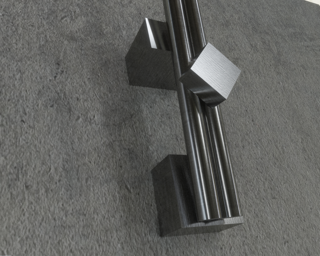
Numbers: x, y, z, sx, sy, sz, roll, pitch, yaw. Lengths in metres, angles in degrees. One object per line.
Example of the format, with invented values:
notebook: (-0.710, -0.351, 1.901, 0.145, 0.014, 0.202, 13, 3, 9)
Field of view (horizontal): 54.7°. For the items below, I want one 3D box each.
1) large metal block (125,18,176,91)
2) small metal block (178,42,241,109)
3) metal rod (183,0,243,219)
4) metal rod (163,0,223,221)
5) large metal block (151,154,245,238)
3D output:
large metal block: (0.005, -0.098, 0.432, 0.081, 0.080, 0.050, 3, 61, -27)
small metal block: (0.057, -0.059, 0.346, 0.050, 0.025, 0.050, 39, 56, -9)
metal rod: (0.055, -0.047, 0.370, 0.025, 0.025, 0.299, 3, 67, -27)
metal rod: (0.031, -0.048, 0.358, 0.025, 0.025, 0.299, 3, 67, -27)
large metal block: (0.041, 0.079, 0.362, 0.081, 0.050, 0.080, 5, 60, -26)
